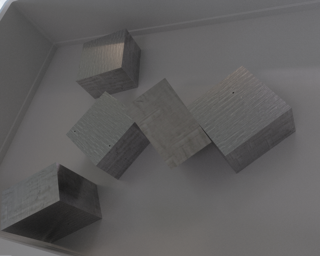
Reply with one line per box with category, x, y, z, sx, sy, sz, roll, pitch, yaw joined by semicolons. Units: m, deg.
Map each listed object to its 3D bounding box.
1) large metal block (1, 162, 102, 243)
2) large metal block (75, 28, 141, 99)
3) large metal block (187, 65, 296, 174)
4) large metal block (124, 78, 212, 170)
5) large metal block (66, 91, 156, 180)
large metal block;-0.131;0.095;0.381;0.080;0.080;0.050;-28;52;10
large metal block;-0.080;-0.101;0.494;0.080;0.050;0.080;-12;57;22
large metal block;0.090;-0.010;0.349;0.080;0.050;0.080;-37;51;3
large metal block;0.008;-0.009;0.350;0.050;0.080;0.080;-36;7;4
large metal block;-0.066;0.009;0.419;0.080;0.050;0.080;-49;51;-7
